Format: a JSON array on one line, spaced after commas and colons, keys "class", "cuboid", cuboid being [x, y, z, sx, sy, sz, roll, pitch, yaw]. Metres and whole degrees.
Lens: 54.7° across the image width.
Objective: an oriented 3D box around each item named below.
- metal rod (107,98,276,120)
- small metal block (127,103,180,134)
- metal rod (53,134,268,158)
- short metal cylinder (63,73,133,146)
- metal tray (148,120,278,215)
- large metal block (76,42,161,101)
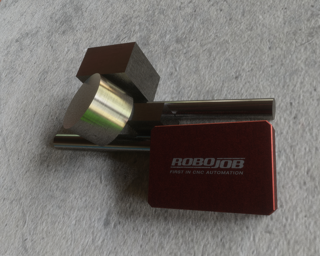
[{"class": "metal rod", "cuboid": [-0.003, -0.024, 0.421, 0.300, 0.025, 0.025, 1, 62, 28]}, {"class": "small metal block", "cuboid": [-0.009, -0.008, 0.397, 0.050, 0.050, 0.025, 1, 62, 28]}, {"class": "metal rod", "cuboid": [-0.019, 0.021, 0.402, 0.300, 0.025, 0.025, 0, 62, 27]}, {"class": "short metal cylinder", "cuboid": [-0.080, -0.023, 0.398, 0.080, 0.050, 0.080, -35, 37, 33]}, {"class": "metal tray", "cuboid": [0.053, 0.042, 0.330, 0.130, 0.030, 0.090, -3, 78, 25]}, {"class": "large metal block", "cuboid": [-0.057, -0.073, 0.443, 0.080, 0.080, 0.050, 1, 62, 28]}]
